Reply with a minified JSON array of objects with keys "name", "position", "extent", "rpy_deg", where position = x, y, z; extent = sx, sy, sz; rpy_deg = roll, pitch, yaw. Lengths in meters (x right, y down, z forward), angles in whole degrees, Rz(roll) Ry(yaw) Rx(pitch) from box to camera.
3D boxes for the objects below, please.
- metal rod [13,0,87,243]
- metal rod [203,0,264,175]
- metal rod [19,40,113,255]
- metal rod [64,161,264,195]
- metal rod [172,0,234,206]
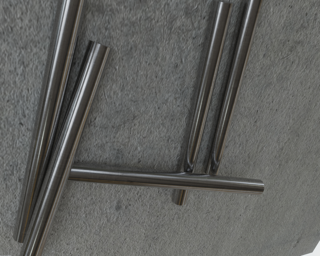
[{"name":"metal rod","position":[-0.127,0.007,0.341],"extent":[0.025,0.025,0.298],"rpy_deg":[6,115,-31]},{"name":"metal rod","position":[0.099,-0.062,0.422],"extent":[0.025,0.025,0.298],"rpy_deg":[-7,122,-25]},{"name":"metal rod","position":[-0.115,0.049,0.350],"extent":[0.025,0.025,0.298],"rpy_deg":[14,104,-34]},{"name":"metal rod","position":[0.020,0.073,0.434],"extent":[0.302,0.025,0.025],"rpy_deg":[9,114,-23]},{"name":"metal rod","position":[0.052,-0.015,0.425],"extent":[0.025,0.025,0.298],"rpy_deg":[-5,121,-26]}]
